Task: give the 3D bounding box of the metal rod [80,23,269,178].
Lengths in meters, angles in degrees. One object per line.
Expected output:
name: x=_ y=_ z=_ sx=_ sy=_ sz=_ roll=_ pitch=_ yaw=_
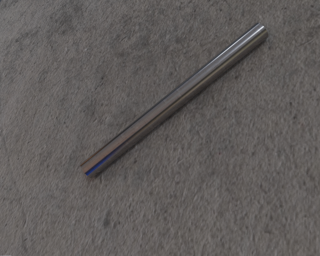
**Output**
metal rod: x=0.018 y=-0.036 z=0.414 sx=0.300 sy=0.025 sz=0.025 roll=-39 pitch=51 yaw=1
